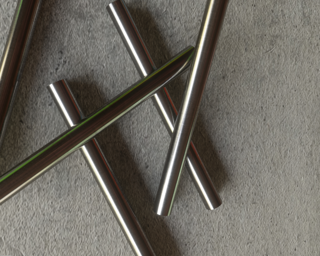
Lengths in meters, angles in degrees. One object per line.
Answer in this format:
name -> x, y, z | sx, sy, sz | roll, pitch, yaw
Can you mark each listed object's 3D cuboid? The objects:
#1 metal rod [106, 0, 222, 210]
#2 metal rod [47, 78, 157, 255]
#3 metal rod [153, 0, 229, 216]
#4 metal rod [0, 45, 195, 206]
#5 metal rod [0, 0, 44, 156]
metal rod -> 0.010, -0.024, 0.412 | 0.025, 0.025, 0.299 | -30, 100, -18
metal rod -> -0.058, 0.080, 0.387 | 0.025, 0.025, 0.299 | -28, 99, -18
metal rod -> 0.038, -0.032, 0.384 | 0.025, 0.025, 0.298 | 10, 101, -20
metal rod -> -0.071, -0.007, 0.354 | 0.301, 0.025, 0.025 | -37, 102, -16
metal rod -> -0.166, -0.069, 0.347 | 0.025, 0.025, 0.299 | 15, 85, -20
